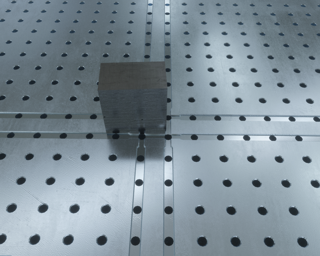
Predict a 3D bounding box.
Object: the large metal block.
[{"bbox_3d":[-0.033,-0.038,0.404,0.081,0.080,0.050,-2,50,-2],"label":"large metal block"}]
